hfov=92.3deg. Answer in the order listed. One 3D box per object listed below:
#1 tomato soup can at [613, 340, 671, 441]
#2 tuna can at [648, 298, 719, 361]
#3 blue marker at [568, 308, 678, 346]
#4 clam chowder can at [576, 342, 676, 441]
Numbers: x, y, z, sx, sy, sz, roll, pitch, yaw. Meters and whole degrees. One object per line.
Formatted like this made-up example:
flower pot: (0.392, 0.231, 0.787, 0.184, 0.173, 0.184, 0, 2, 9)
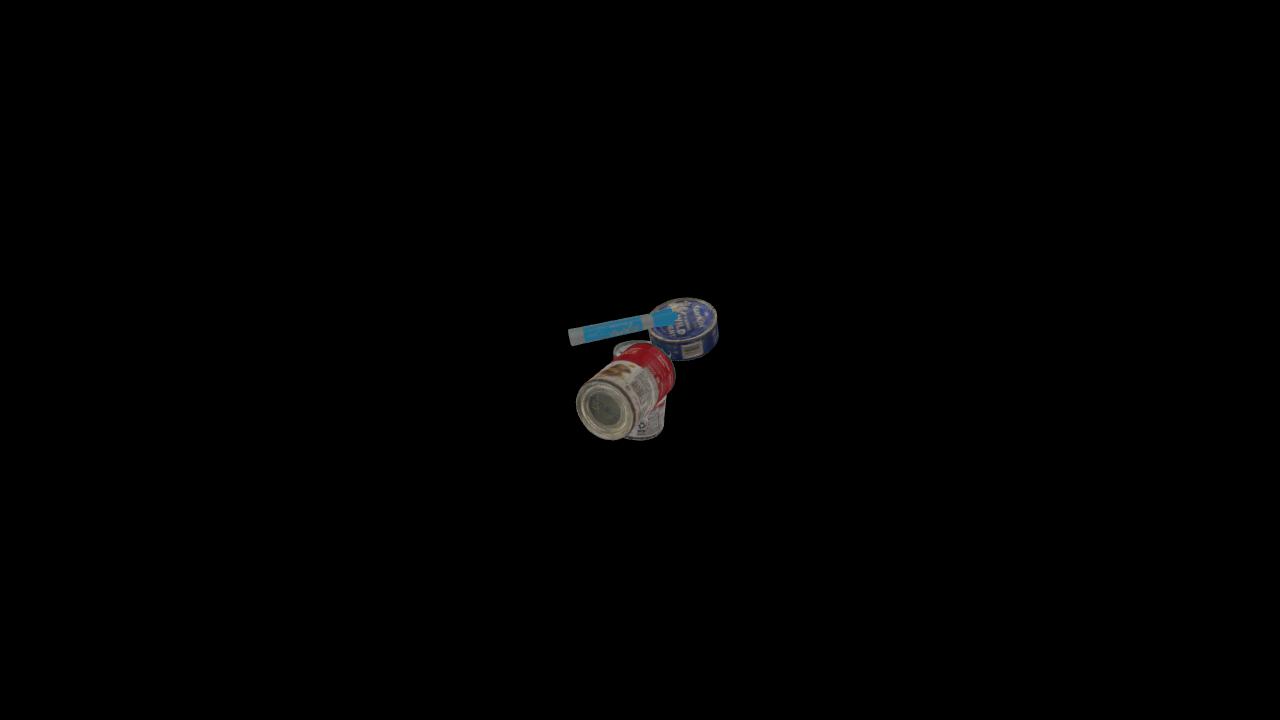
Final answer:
tomato soup can: (0.000, 0.036, 0.727, 0.068, 0.101, 0.068, 3, 25, -1)
tuna can: (0.052, -0.037, 0.732, 0.084, 0.034, 0.084, -8, 40, 6)
blue marker: (-0.017, -0.036, 0.670, 0.121, 0.020, 0.020, -13, 2, -9)
clam chowder can: (-0.013, 0.031, 0.637, 0.068, 0.068, 0.102, 0, 23, 27)
